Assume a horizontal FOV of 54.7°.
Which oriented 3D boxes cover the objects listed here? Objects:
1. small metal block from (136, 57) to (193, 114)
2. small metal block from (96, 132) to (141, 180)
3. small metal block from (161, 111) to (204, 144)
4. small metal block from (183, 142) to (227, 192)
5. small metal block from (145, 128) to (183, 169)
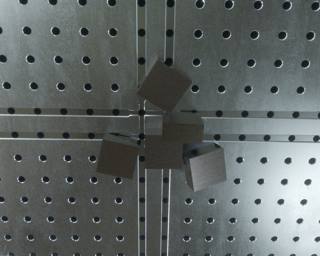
[{"bbox_3d":[0.005,-0.054,0.394,0.050,0.025,0.050,31,107,-11],"label":"small metal block"},{"bbox_3d":[-0.057,0.039,0.427,0.050,0.025,0.050,13,110,-5],"label":"small metal block"},{"bbox_3d":[0.027,-0.002,0.400,0.050,0.050,0.025,3,110,-2],"label":"small metal block"},{"bbox_3d":[0.061,0.053,0.426,0.050,0.025,0.050,-16,111,-15],"label":"small metal block"},{"bbox_3d":[0.005,0.028,0.424,0.050,0.025,0.050,0,110,-1],"label":"small metal block"}]
